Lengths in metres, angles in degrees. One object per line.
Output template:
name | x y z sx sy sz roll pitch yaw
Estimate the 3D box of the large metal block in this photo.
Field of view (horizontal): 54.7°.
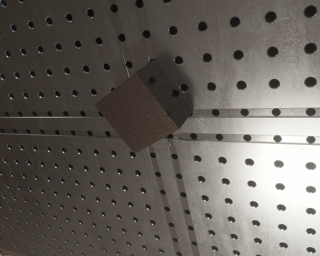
large metal block | -0.020 -0.026 0.388 0.080 0.050 0.080 -30 102 37
